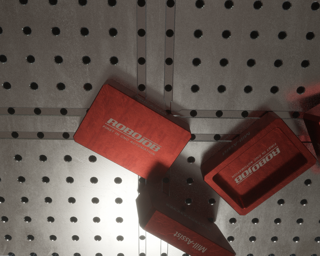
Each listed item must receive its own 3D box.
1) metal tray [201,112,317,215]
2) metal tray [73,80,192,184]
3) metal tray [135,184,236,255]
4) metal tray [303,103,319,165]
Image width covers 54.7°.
[{"bbox_3d":[0.134,0.052,0.431,0.130,0.030,0.090,-42,105,13],"label":"metal tray"},{"bbox_3d":[-0.035,0.006,0.413,0.131,0.030,0.090,30,107,-11],"label":"metal tray"},{"bbox_3d":[0.031,0.134,0.426,0.130,0.090,0.030,33,93,-12],"label":"metal tray"},{"bbox_3d":[0.253,0.018,0.408,0.090,0.030,0.130,-30,108,-7],"label":"metal tray"}]
